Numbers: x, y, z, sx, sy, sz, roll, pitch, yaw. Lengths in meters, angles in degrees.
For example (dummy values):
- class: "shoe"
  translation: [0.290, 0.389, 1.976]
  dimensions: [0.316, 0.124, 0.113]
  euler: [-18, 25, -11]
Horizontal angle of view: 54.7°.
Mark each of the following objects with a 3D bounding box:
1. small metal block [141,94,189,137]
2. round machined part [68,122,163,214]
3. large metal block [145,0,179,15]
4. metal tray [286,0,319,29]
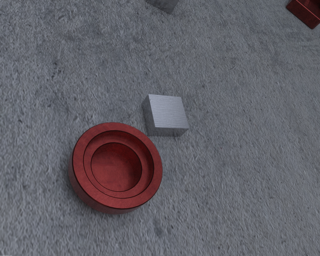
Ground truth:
- class: "small metal block"
  translation: [0.006, -0.016, 0.419]
  dimensions: [0.050, 0.025, 0.050]
  euler: [2, 61, -28]
- class: "round machined part"
  translation: [-0.050, 0.046, 0.339]
  dimensions: [0.099, 0.042, 0.098]
  euler: [14, 56, -21]
- class: "large metal block"
  translation: [0.020, -0.263, 0.541]
  dimensions: [0.050, 0.080, 0.080]
  euler: [23, 53, -15]
- class: "metal tray"
  translation: [0.387, -0.323, 0.810]
  dimensions: [0.090, 0.030, 0.130]
  euler: [38, 51, -3]
